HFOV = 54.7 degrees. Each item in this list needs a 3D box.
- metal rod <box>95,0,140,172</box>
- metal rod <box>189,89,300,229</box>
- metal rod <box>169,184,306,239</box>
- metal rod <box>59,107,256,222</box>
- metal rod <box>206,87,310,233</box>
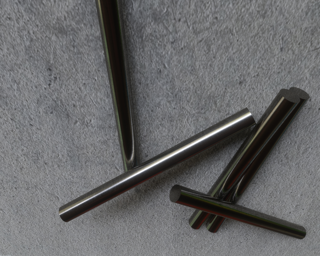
[{"bbox_3d":[-0.046,-0.045,0.368,0.025,0.025,0.298,-2,130,1],"label":"metal rod"},{"bbox_3d":[0.106,0.066,0.453,0.025,0.025,0.298,13,132,-11],"label":"metal rod"},{"bbox_3d":[0.140,0.142,0.500,0.302,0.025,0.025,24,127,-30],"label":"metal rod"},{"bbox_3d":[-0.012,0.056,0.426,0.300,0.025,0.025,-29,125,12],"label":"metal rod"},{"bbox_3d":[0.131,0.068,0.465,0.025,0.025,0.298,11,129,-9],"label":"metal rod"}]
